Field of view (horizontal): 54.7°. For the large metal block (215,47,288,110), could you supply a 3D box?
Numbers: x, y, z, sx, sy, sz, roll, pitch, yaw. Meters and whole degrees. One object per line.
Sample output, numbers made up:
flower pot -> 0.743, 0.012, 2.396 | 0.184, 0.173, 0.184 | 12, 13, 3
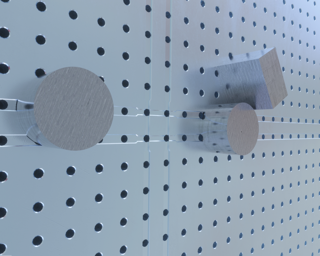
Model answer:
large metal block -> 0.146, -0.075, 0.495 | 0.050, 0.080, 0.080 | -35, 112, -34

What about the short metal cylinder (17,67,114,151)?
short metal cylinder -> -0.095, -0.018, 0.313 | 0.081, 0.050, 0.080 | 0, 90, -40

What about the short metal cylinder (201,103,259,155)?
short metal cylinder -> 0.110, 0.001, 0.485 | 0.081, 0.050, 0.080 | 0, 90, -40
